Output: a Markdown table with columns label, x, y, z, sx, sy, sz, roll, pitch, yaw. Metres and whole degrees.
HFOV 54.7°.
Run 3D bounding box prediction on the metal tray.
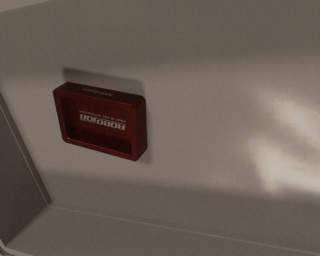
| label | x | y | z | sx | sy | sz | roll | pitch | yaw |
| --- | --- | --- | --- | --- | --- | --- | --- | --- | --- |
| metal tray | -0.084 | -0.010 | 0.441 | 0.130 | 0.030 | 0.089 | 13 | 124 | 20 |
